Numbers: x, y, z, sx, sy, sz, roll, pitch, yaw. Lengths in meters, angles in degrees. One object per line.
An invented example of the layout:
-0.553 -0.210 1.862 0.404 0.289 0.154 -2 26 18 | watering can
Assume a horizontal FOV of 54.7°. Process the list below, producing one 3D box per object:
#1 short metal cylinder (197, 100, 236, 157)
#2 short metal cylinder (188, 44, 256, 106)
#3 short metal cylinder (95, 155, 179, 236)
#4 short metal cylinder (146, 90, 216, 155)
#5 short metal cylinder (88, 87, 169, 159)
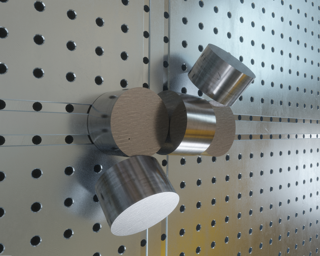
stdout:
0.064 0.000 0.448 0.081 0.050 0.079 0 90 -40 | short metal cylinder
0.087 -0.075 0.440 0.081 0.080 0.050 11 125 -40 | short metal cylinder
-0.026 0.076 0.346 0.081 0.050 0.080 -21 144 -16 | short metal cylinder
0.024 -0.005 0.395 0.050 0.080 0.080 6 86 -40 | short metal cylinder
-0.036 -0.006 0.363 0.081 0.050 0.079 0 90 -40 | short metal cylinder
